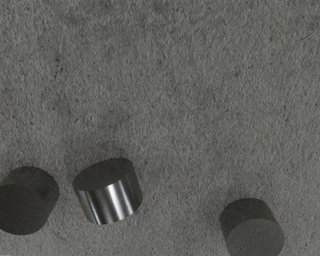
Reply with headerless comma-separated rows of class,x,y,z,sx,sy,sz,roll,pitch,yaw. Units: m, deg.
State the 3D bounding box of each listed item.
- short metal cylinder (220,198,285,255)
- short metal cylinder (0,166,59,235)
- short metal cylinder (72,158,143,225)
short metal cylinder,0.133,0.150,0.453,0.081,0.050,0.079,0,110,0
short metal cylinder,-0.188,0.100,0.432,0.081,0.050,0.079,0,110,0
short metal cylinder,-0.068,0.081,0.410,0.080,0.080,0.050,-14,110,5
